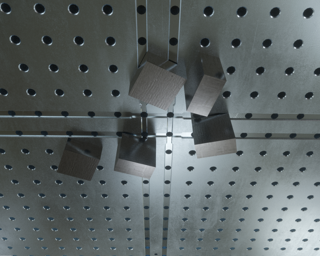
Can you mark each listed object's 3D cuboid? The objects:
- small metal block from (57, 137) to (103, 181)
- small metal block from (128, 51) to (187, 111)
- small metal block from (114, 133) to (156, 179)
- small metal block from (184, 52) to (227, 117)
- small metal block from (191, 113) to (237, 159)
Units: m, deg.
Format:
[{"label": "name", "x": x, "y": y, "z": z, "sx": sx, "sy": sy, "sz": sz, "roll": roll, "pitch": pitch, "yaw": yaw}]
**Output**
[{"label": "small metal block", "x": -0.117, "y": 0.046, "z": 0.450, "sx": 0.050, "sy": 0.025, "sz": 0.050, "roll": 18, "pitch": 128, "yaw": -15}, {"label": "small metal block", "x": -0.003, "y": -0.054, "z": 0.365, "sx": 0.050, "sy": 0.025, "sz": 0.050, "roll": 21, "pitch": 127, "yaw": -17}, {"label": "small metal block", "x": -0.033, "y": 0.038, "z": 0.427, "sx": 0.050, "sy": 0.050, "sz": 0.025, "roll": 15, "pitch": 128, "yaw": -13}, {"label": "small metal block", "x": 0.049, "y": -0.050, "z": 0.353, "sx": 0.025, "sy": 0.050, "sz": 0.050, "roll": 14, "pitch": 129, "yaw": -12}, {"label": "small metal block", "x": 0.070, "y": 0.010, "z": 0.404, "sx": 0.050, "sy": 0.050, "sz": 0.025, "roll": -10, "pitch": 130, "yaw": 8}]
